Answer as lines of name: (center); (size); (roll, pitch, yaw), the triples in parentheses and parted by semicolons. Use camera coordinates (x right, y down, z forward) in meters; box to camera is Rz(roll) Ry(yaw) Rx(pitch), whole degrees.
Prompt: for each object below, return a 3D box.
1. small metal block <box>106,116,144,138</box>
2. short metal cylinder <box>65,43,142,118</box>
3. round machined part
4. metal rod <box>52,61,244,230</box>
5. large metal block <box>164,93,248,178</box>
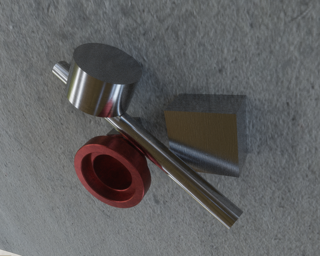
small metal block: (-0.042, 0.018, 0.425); (0.025, 0.050, 0.050); (-2, 118, 29)
short metal cylinder: (-0.068, -0.058, 0.371); (0.080, 0.080, 0.050); (33, 128, 6)
round machined part: (-0.055, 0.050, 0.392); (0.098, 0.042, 0.097); (13, 125, 20)
metal rod: (-0.028, 0.008, 0.379); (0.300, 0.025, 0.025); (40, 130, 19)
large metal block: (0.057, 0.006, 0.365); (0.080, 0.050, 0.079); (4, 121, 25)
